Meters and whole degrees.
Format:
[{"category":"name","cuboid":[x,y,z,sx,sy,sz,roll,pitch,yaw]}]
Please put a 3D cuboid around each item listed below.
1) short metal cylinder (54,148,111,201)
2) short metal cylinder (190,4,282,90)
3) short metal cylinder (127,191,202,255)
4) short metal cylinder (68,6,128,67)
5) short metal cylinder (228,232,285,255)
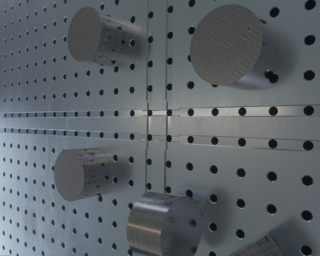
[{"category":"short metal cylinder","cuboid":[-0.125,0.073,0.497,0.080,0.050,0.080,0,90,40]},{"category":"short metal cylinder","cuboid":[0.079,-0.083,0.328,0.080,0.050,0.079,0,90,40]},{"category":"short metal cylinder","cuboid":[0.007,0.118,0.368,0.050,0.081,0.080,-2,89,40]},{"category":"short metal cylinder","cuboid":[-0.096,-0.137,0.472,0.080,0.050,0.079,0,90,40]},{"category":"short metal cylinder","cuboid":[0.087,0.145,0.302,0.080,0.081,0.050,-46,63,30]}]
